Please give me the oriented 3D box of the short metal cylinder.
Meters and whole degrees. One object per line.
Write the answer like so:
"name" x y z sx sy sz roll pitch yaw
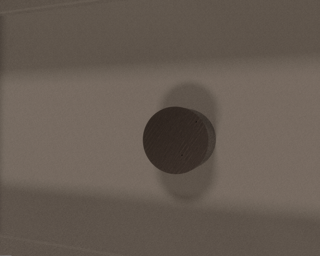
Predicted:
"short metal cylinder" 0.025 0.014 0.388 0.080 0.050 0.079 0 90 19
